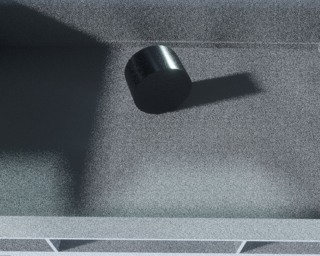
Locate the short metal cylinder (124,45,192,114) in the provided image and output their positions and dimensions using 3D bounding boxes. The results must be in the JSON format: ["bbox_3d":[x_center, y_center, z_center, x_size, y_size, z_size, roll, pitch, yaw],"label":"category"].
[{"bbox_3d":[-0.003,-0.065,0.424,0.081,0.080,0.050,-14,52,-12],"label":"short metal cylinder"}]
